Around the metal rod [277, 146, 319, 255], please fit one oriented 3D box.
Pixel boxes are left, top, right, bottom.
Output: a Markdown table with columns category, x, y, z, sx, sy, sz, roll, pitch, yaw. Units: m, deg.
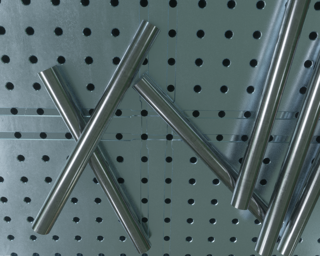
| category | x | y | z | sx | sy | sz | roll | pitch | yaw |
| --- | --- | --- | --- | --- | --- | --- | --- | --- | --- |
| metal rod | 0.227 | 0.055 | 0.435 | 0.025 | 0.025 | 0.298 | 11 | 110 | -4 |

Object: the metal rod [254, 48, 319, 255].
| category | x | y | z | sx | sy | sz | roll | pitch | yaw |
| --- | --- | --- | --- | --- | --- | --- | --- | --- | --- |
| metal rod | 0.180 | 0.036 | 0.411 | 0.025 | 0.025 | 0.298 | 11 | 104 | -4 |

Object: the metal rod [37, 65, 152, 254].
| category | x | y | z | sx | sy | sz | roll | pitch | yaw |
| --- | --- | --- | --- | --- | --- | --- | --- | --- | --- |
| metal rod | -0.083 | 0.056 | 0.433 | 0.025 | 0.025 | 0.299 | -22 | 109 | 8 |

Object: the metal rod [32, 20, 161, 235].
| category | x | y | z | sx | sy | sz | roll | pitch | yaw |
| --- | --- | --- | --- | --- | --- | --- | --- | --- | --- |
| metal rod | -0.084 | 0.006 | 0.391 | 0.025 | 0.025 | 0.299 | 29 | 99 | -10 |

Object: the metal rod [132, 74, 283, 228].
| category | x | y | z | sx | sy | sz | roll | pitch | yaw |
| --- | --- | --- | --- | --- | --- | --- | --- | --- | --- |
| metal rod | 0.074 | 0.044 | 0.430 | 0.025 | 0.025 | 0.300 | -40 | 106 | 13 |

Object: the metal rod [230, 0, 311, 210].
| category | x | y | z | sx | sy | sz | roll | pitch | yaw |
| --- | --- | --- | --- | --- | --- | --- | --- | --- | --- |
| metal rod | 0.138 | -0.036 | 0.386 | 0.025 | 0.025 | 0.298 | 11 | 104 | -4 |
